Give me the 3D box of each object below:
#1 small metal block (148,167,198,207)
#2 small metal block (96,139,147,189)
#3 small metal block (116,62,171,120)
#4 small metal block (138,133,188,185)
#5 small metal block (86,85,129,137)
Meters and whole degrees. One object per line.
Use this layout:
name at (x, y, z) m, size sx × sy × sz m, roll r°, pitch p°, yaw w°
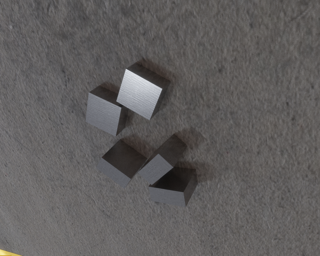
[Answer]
small metal block at (0.019, 0.079, 0.428) m, size 0.050 × 0.050 × 0.025 m, roll 4°, pitch 120°, yaw 26°
small metal block at (-0.055, 0.051, 0.449) m, size 0.050 × 0.050 × 0.025 m, roll 36°, pitch 129°, yaw 4°
small metal block at (-0.022, -0.046, 0.388) m, size 0.050 × 0.025 × 0.050 m, roll 30°, pitch 128°, yaw 8°
small metal block at (0.004, 0.042, 0.413) m, size 0.025 × 0.050 × 0.050 m, roll 43°, pitch 129°, yaw -2°
small metal block at (-0.073, -0.024, 0.429) m, size 0.050 × 0.025 × 0.050 m, roll 25°, pitch 127°, yaw 12°
